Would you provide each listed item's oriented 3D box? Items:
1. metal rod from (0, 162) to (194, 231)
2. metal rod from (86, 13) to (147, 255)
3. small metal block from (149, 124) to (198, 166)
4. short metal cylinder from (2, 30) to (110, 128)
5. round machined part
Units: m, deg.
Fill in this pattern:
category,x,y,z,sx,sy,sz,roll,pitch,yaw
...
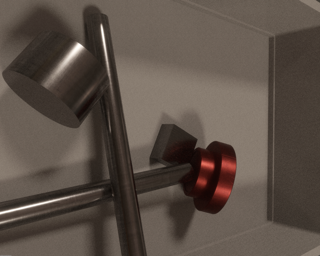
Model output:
category,x,y,z,sx,sy,sz,roll,pitch,yaw
metal rod,-0.086,0.073,0.320,0.303,0.025,0.025,-7,95,-35
metal rod,-0.045,0.022,0.329,0.025,0.025,0.298,-3,80,-40
small metal block,0.020,0.028,0.425,0.050,0.025,0.050,32,70,-36
short metal cylinder,-0.096,-0.044,0.292,0.080,0.080,0.050,46,63,-31
round machined part,0.063,0.064,0.424,0.042,0.098,0.098,16,78,-8
